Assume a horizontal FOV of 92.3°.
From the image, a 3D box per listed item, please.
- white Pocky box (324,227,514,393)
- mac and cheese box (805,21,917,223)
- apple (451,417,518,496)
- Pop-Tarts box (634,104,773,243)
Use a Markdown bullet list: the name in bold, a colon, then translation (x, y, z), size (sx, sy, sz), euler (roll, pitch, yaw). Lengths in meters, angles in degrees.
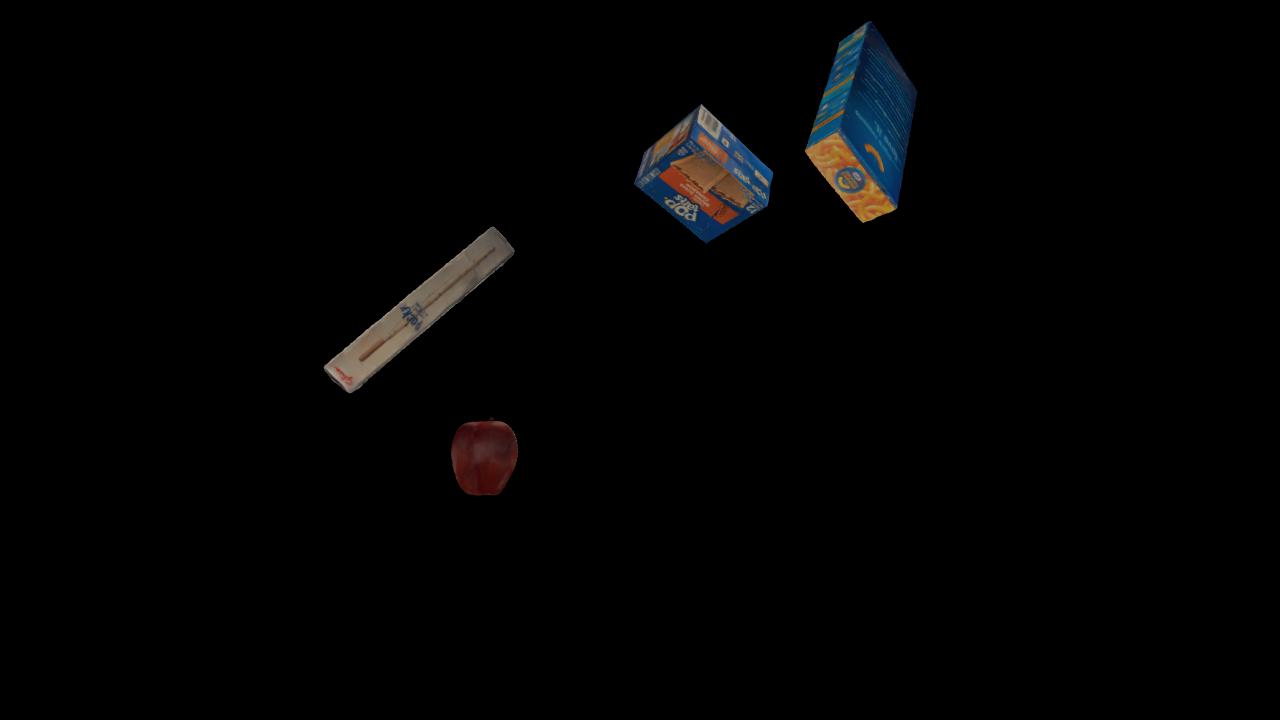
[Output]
- **white Pocky box**: translation (-0.165, -0.039, 0.468), size (0.154, 0.028, 0.084), euler (-43, 17, -13)
- **mac and cheese box**: translation (0.208, -0.222, 0.566), size (0.093, 0.184, 0.041), euler (42, -37, -25)
- **apple**: translation (-0.184, 0.115, 0.735), size (0.079, 0.093, 0.079), euler (0, -14, 0)
- **Pop-Tarts box**: translation (0.102, -0.289, 0.981), size (0.167, 0.083, 0.141), euler (34, -34, -25)
